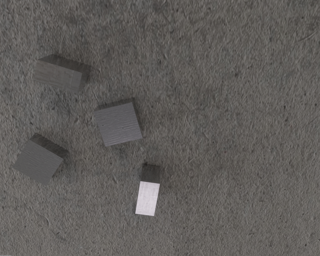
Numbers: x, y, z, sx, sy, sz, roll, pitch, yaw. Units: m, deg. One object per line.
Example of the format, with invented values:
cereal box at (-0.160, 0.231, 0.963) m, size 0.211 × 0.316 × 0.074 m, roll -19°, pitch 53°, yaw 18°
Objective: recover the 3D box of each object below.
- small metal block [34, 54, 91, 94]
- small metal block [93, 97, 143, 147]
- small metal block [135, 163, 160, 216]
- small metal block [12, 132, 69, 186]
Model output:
small metal block at (-0.115, -0.066, 0.371) m, size 0.050 × 0.050 × 0.025 m, roll 16°, pitch 109°, yaw -6°
small metal block at (-0.053, -0.008, 0.406) m, size 0.050 × 0.025 × 0.050 m, roll -13°, pitch 110°, yaw 4°
small metal block at (-0.016, 0.084, 0.427) m, size 0.025 × 0.050 × 0.050 m, roll 9°, pitch 110°, yaw -3°
small metal block at (-0.163, 0.043, 0.424) m, size 0.050 × 0.025 × 0.050 m, roll 33°, pitch 107°, yaw -12°
